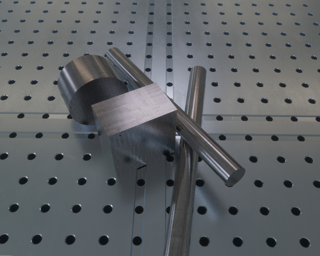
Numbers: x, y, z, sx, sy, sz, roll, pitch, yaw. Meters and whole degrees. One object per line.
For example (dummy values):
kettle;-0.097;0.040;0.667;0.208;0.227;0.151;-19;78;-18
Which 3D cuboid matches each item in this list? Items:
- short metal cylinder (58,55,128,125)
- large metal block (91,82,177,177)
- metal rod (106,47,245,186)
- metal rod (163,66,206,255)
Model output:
short metal cylinder;-0.089;-0.050;0.413;0.081;0.080;0.050;-22;54;-18
large metal block;-0.028;0.003;0.369;0.081;0.080;0.050;-22;54;-18
metal rod;0.001;-0.035;0.413;0.025;0.025;0.300;-25;47;-20
metal rod;0.036;0.027;0.385;0.025;0.025;0.300;7;50;6
